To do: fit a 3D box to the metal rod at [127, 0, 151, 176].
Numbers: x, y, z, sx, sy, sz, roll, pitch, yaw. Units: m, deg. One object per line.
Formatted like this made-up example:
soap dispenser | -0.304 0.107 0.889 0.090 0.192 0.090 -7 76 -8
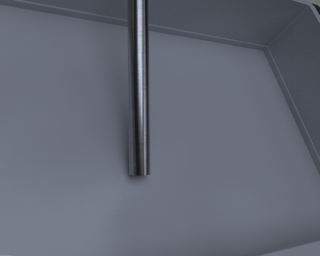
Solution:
metal rod | -0.026 -0.095 0.368 0.025 0.025 0.298 0 87 -28
